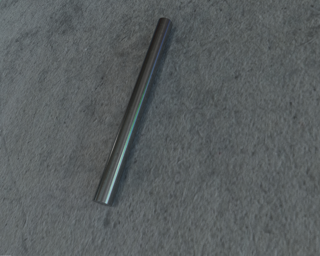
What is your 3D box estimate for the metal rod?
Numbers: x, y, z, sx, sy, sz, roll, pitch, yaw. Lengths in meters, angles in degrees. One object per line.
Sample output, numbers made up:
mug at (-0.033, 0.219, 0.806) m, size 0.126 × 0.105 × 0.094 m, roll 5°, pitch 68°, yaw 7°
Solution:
metal rod at (-0.031, -0.038, 0.442) m, size 0.025 × 0.025 × 0.300 m, roll 3°, pitch 63°, yaw 29°
